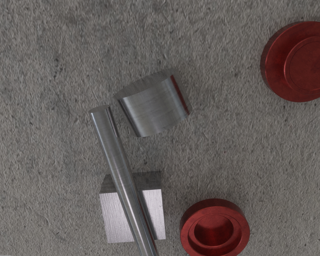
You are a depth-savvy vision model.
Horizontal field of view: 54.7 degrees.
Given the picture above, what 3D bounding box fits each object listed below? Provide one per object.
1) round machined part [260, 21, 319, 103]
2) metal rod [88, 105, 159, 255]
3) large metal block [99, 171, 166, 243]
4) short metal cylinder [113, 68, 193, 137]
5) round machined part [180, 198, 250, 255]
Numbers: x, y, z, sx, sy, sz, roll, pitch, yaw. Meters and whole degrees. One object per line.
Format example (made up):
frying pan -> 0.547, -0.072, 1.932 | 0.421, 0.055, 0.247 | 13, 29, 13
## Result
round machined part -> 0.177, -0.077, 0.374 | 0.099, 0.042, 0.097 | 0, 110, 0
metal rod -> -0.031, 0.114, 0.398 | 0.025, 0.025, 0.298 | -14, 110, 5
large metal block -> -0.035, 0.110, 0.437 | 0.080, 0.050, 0.079 | -5, 110, 1
short metal cylinder -> -0.008, -0.031, 0.369 | 0.080, 0.080, 0.050 | -22, 109, 8
round machined part -> 0.077, 0.145, 0.455 | 0.099, 0.042, 0.097 | 0, 110, 0
